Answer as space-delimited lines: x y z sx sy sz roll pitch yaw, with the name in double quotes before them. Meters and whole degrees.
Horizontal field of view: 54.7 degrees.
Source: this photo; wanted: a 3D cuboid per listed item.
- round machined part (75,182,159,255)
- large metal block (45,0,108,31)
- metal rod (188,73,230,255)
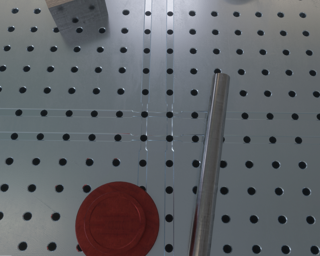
"round machined part" -0.050 0.111 0.362 0.099 0.042 0.098 0 70 0
"large metal block" -0.135 -0.208 0.473 0.080 0.050 0.080 -22 72 -8
"metal rod" 0.060 0.067 0.387 0.025 0.025 0.299 10 70 3
